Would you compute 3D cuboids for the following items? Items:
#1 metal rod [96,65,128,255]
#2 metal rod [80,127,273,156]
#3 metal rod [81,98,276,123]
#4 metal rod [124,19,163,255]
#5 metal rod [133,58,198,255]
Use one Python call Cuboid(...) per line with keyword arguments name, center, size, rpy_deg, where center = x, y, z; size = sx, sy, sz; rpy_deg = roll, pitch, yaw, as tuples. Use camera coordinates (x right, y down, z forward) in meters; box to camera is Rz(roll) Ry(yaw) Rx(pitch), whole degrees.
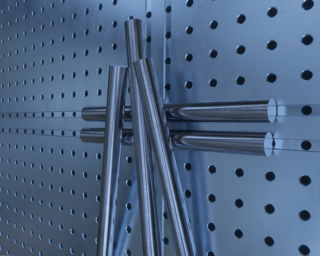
Cuboid(name="metal rod", center=(-0.070, 0.062, 0.441), size=(0.025, 0.025, 0.298), rpy_deg=(18, 108, 38))
Cuboid(name="metal rod", center=(-0.005, 0.014, 0.412), size=(0.300, 0.025, 0.025), rpy_deg=(1, 91, 39))
Cuboid(name="metal rod", center=(-0.002, -0.020, 0.410), size=(0.300, 0.025, 0.025), rpy_deg=(1, 91, 39))
Cuboid(name="metal rod", center=(-0.021, 0.011, 0.393), size=(0.025, 0.025, 0.298), rpy_deg=(-8, 85, 39))
Cuboid(name="metal rod", center=(0.012, 0.065, 0.373), size=(0.025, 0.025, 0.298), rpy_deg=(-14, 89, 39))
